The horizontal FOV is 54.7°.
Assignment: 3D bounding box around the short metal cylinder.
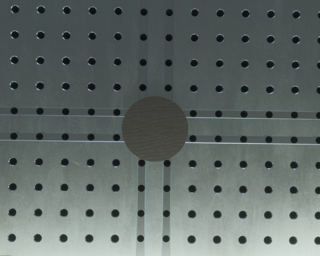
[{"bbox_3d":[-0.006,0.001,0.400,0.081,0.050,0.079,0,90,-1],"label":"short metal cylinder"}]
